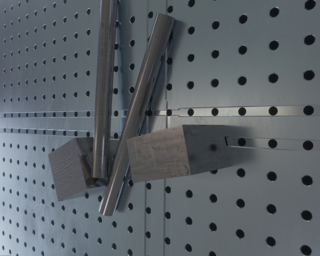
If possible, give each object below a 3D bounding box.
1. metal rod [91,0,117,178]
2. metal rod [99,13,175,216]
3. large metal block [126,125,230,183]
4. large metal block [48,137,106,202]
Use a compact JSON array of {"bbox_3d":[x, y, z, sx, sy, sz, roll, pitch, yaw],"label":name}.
[{"bbox_3d":[-0.083,-0.076,0.465,0.025,0.025,0.298,1,87,40],"label":"metal rod"},{"bbox_3d":[-0.037,-0.009,0.439,0.025,0.025,0.298,29,108,36],"label":"metal rod"},{"bbox_3d":[0.021,0.029,0.356,0.080,0.081,0.050,-15,80,39],"label":"large metal block"},{"bbox_3d":[-0.130,0.066,0.500,0.080,0.050,0.080,-28,73,36],"label":"large metal block"}]
